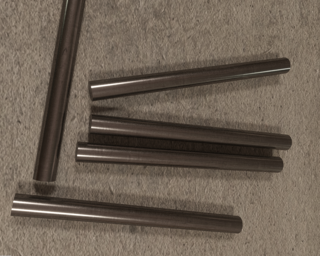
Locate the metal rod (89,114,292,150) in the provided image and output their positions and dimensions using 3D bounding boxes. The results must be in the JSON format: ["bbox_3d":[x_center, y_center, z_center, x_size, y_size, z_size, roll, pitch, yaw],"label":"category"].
[{"bbox_3d":[0.056,0.009,0.430,0.302,0.025,0.025,6,88,-20],"label":"metal rod"}]

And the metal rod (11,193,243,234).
[{"bbox_3d":[-0.026,0.114,0.400,0.302,0.025,0.025,11,86,-20],"label":"metal rod"}]

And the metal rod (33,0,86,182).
[{"bbox_3d":[-0.112,-0.087,0.367,0.025,0.025,0.298,10,87,-20],"label":"metal rod"}]

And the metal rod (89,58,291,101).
[{"bbox_3d":[0.055,-0.071,0.430,0.303,0.025,0.025,-11,94,-20],"label":"metal rod"}]

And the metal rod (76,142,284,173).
[{"bbox_3d":[0.041,0.043,0.425,0.302,0.025,0.025,6,88,-20],"label":"metal rod"}]
